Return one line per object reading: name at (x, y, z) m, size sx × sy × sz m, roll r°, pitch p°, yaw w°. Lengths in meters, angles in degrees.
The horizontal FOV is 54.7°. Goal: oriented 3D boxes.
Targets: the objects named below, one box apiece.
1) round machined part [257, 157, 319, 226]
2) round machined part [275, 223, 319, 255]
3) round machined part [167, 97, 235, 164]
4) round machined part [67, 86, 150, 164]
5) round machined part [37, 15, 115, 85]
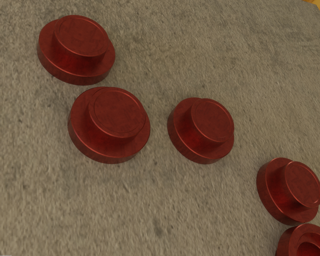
round machined part at (0.192, 0.087, 0.446) m, size 0.099 × 0.042 × 0.098 m, roll 14°, pitch 56°, yaw -21°
round machined part at (0.185, 0.174, 0.389) m, size 0.099 × 0.042 × 0.098 m, roll 14°, pitch 56°, yaw -21°
round machined part at (0.063, -0.002, 0.430) m, size 0.099 × 0.042 × 0.098 m, roll 14°, pitch 56°, yaw -21°
round machined part at (-0.056, -0.010, 0.370) m, size 0.099 × 0.042 × 0.098 m, roll 14°, pitch 56°, yaw -21°
round machined part at (-0.105, -0.107, 0.403) m, size 0.099 × 0.042 × 0.098 m, roll 14°, pitch 56°, yaw -21°
